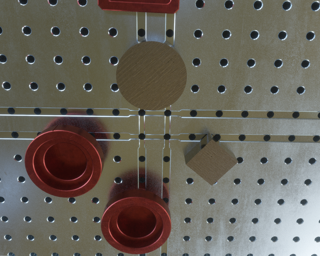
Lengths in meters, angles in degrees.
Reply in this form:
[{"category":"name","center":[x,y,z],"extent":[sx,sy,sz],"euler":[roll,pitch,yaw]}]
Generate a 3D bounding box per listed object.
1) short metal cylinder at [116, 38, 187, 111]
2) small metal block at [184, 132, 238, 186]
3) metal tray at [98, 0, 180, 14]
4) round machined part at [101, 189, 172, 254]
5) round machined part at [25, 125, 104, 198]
[{"category":"short metal cylinder","center":[-0.010,-0.066,0.376],"extent":[0.081,0.050,0.079],"euler":[0,110,0]},{"category":"small metal block","center":[0.070,0.043,0.430],"extent":[0.050,0.025,0.050],"euler":[40,105,-14]},{"category":"metal tray","center":[-0.021,-0.195,0.338],"extent":[0.091,0.030,0.129],"euler":[2,110,-2]},{"category":"round machined part","center":[-0.033,0.131,0.452],"extent":[0.099,0.042,0.097],"euler":[0,110,-1]},{"category":"round machined part","center":[-0.125,0.041,0.418],"extent":[0.099,0.042,0.097],"euler":[0,110,-1]}]
